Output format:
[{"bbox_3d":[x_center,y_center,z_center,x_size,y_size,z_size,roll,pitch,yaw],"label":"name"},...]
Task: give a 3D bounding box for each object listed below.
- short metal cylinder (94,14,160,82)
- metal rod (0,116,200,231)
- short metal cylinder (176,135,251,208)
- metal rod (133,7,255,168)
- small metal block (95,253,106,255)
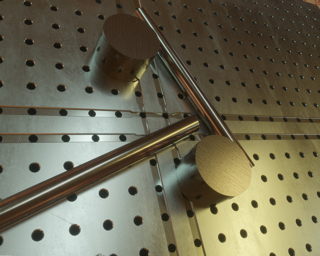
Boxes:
[{"bbox_3d":[-0.047,-0.112,0.435,0.081,0.050,0.080,14,56,-21],"label":"short metal cylinder"},{"bbox_3d":[-0.065,0.044,0.346,0.302,0.025,0.025,-24,75,-36],"label":"metal rod"},{"bbox_3d":[0.067,0.055,0.395,0.081,0.050,0.080,14,56,-21],"label":"short metal cylinder"},{"bbox_3d":[0.045,-0.064,0.470,0.025,0.025,0.299,-23,74,-36],"label":"metal rod"},{"bbox_3d":[-0.047,0.153,0.289,0.050,0.025,0.050,29,52,-10],"label":"small metal block"}]
